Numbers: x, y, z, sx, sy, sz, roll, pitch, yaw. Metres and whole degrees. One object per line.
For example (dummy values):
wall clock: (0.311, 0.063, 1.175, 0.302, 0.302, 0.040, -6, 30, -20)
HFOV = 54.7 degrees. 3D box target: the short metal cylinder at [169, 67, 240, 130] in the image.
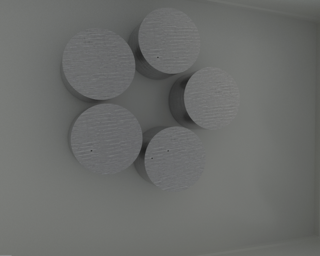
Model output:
short metal cylinder: (0.059, -0.038, 0.416, 0.081, 0.050, 0.080, 0, 90, -20)

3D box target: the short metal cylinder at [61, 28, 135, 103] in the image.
short metal cylinder: (-0.075, -0.071, 0.367, 0.081, 0.050, 0.080, 0, 90, -20)

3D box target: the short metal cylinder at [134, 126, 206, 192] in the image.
short metal cylinder: (0.011, 0.038, 0.399, 0.081, 0.050, 0.080, 0, 90, -20)

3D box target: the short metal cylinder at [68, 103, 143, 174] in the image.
short metal cylinder: (-0.067, 0.012, 0.370, 0.081, 0.050, 0.080, 0, 90, -20)

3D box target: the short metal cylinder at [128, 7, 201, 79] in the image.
short metal cylinder: (0.004, -0.105, 0.396, 0.081, 0.050, 0.080, 0, 90, -20)
